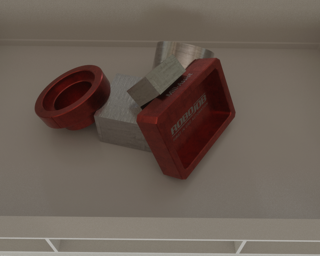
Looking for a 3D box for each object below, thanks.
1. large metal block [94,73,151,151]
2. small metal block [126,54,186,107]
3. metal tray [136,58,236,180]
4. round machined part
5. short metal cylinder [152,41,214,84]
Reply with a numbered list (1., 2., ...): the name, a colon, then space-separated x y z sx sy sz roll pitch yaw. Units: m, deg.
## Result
1. large metal block: -0.029 -0.021 0.404 0.080 0.050 0.080 11 51 9
2. small metal block: -0.005 -0.055 0.366 0.025 0.050 0.050 51 59 -10
3. metal tray: 0.038 -0.014 0.372 0.030 0.090 0.131 8 44 43
4. round machined part: -0.108 -0.035 0.405 0.098 0.042 0.098 -16 42 15
5. short metal cylinder: 0.031 -0.085 0.431 0.080 0.080 0.050 13 95 10
